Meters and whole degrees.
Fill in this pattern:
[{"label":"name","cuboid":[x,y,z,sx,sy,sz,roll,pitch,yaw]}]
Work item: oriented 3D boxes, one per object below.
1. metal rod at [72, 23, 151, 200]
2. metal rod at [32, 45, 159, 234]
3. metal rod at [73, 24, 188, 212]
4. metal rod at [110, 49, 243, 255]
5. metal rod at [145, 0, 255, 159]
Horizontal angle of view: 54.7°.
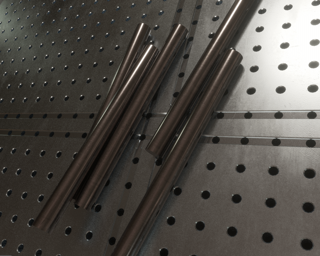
[{"label":"metal rod","cuboid":[-0.073,-0.037,0.467,0.025,0.025,0.300,6,64,30]},{"label":"metal rod","cuboid":[-0.076,-0.001,0.427,0.025,0.025,0.300,11,61,32]},{"label":"metal rod","cuboid":[-0.033,-0.026,0.440,0.025,0.025,0.300,16,70,34]},{"label":"metal rod","cuboid":[0.026,0.028,0.376,0.025,0.025,0.300,20,72,35]},{"label":"metal rod","cuboid":[0.067,-0.091,0.428,0.025,0.025,0.300,21,72,35]}]
